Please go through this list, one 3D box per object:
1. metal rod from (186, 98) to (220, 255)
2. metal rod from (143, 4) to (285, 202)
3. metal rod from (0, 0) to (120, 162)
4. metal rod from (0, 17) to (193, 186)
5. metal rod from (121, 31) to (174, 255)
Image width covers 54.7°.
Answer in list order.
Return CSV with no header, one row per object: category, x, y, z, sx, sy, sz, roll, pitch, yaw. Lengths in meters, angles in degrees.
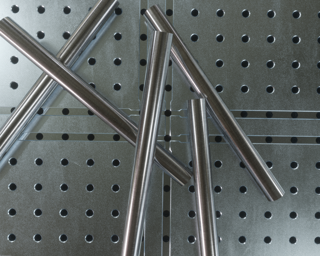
metal rod,0.061,0.111,0.407,0.025,0.025,0.298,-6,93,0
metal rod,0.072,-0.033,0.414,0.025,0.025,0.299,-34,90,0
metal rod,-0.154,-0.054,0.411,0.025,0.025,0.299,37,90,-1
metal rod,-0.077,-0.029,0.395,0.300,0.025,0.025,40,90,-7
metal rod,-0.019,0.036,0.381,0.025,0.025,0.298,9,103,-1
